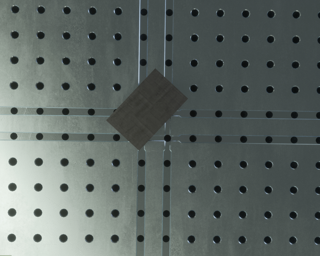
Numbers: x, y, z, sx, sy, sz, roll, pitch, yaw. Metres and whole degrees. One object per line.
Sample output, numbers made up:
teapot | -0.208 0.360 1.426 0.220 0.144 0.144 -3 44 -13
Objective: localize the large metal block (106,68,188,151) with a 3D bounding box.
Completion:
large metal block | -0.014 -0.021 0.386 0.050 0.080 0.080 43 90 -1
